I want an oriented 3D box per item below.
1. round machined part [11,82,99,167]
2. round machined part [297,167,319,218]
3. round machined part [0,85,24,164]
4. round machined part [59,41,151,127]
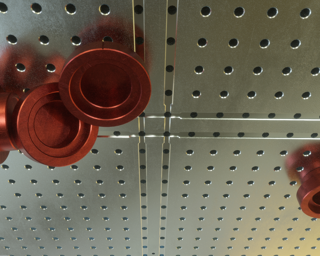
[{"bbox_3d":[-0.127,-0.004,0.371,0.042,0.098,0.098,2,142,47],"label":"round machined part"},{"bbox_3d":[0.265,0.097,0.487,0.099,0.042,0.097,-1,130,0],"label":"round machined part"},{"bbox_3d":[-0.187,-0.007,0.356,0.042,0.098,0.097,-4,131,-7],"label":"round machined part"},{"bbox_3d":[-0.061,-0.052,0.350,0.099,0.042,0.097,-4,128,-5],"label":"round machined part"}]
